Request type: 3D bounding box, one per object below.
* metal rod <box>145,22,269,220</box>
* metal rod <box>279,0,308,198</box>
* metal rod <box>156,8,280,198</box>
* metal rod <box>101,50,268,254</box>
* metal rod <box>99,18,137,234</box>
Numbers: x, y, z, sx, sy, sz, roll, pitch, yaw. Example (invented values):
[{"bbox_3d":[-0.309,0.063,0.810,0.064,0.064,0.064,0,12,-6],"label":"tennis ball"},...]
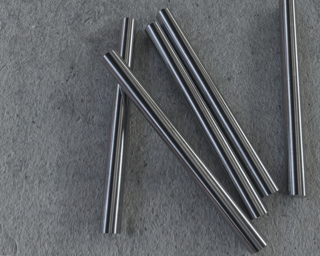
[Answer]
[{"bbox_3d":[0.054,-0.022,0.416,0.025,0.025,0.299,-24,72,-9],"label":"metal rod"},{"bbox_3d":[0.182,-0.056,0.429,0.025,0.025,0.299,6,70,2],"label":"metal rod"},{"bbox_3d":[0.071,-0.046,0.425,0.025,0.025,0.299,-24,72,-9],"label":"metal rod"},{"bbox_3d":[0.024,0.022,0.384,0.025,0.025,0.300,-36,80,-12],"label":"metal rod"},{"bbox_3d":[-0.053,-0.017,0.413,0.025,0.025,0.299,2,70,1],"label":"metal rod"}]
